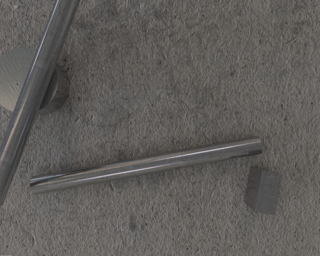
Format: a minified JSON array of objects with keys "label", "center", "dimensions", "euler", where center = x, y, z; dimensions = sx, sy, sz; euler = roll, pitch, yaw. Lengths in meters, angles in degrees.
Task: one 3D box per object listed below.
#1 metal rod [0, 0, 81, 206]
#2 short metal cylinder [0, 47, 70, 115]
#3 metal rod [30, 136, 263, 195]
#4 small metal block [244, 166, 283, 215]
[{"label":"metal rod","center":[-0.142,-0.054,0.358],"dimensions":[0.025,0.025,0.299],"euler":[21,90,0]},{"label":"short metal cylinder","center":[-0.163,-0.057,0.396],"dimensions":[0.081,0.050,0.080],"euler":[0,90,0]},{"label":"metal rod","center":[-0.017,0.049,0.409],"dimensions":[0.302,0.025,0.025],"euler":[-10,90,0]},{"label":"small metal block","center":[0.131,0.079,0.399],"dimensions":[0.025,0.050,0.050],"euler":[10,90,0]}]
